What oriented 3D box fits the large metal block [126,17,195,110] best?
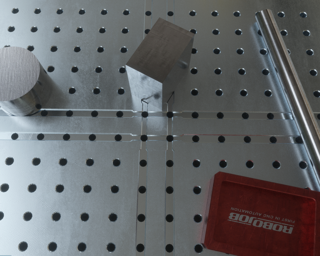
[{"bbox_3d":[0.001,-0.082,0.412,0.050,0.080,0.080,29,73,10],"label":"large metal block"}]

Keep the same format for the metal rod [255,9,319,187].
[{"bbox_3d":[0.189,-0.036,0.425,0.025,0.025,0.299,-11,70,-4],"label":"metal rod"}]

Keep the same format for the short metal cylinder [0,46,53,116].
[{"bbox_3d":[-0.194,-0.062,0.420,0.081,0.050,0.080,0,70,0],"label":"short metal cylinder"}]

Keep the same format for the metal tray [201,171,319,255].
[{"bbox_3d":[0.122,0.110,0.369,0.131,0.030,0.090,11,70,4],"label":"metal tray"}]
